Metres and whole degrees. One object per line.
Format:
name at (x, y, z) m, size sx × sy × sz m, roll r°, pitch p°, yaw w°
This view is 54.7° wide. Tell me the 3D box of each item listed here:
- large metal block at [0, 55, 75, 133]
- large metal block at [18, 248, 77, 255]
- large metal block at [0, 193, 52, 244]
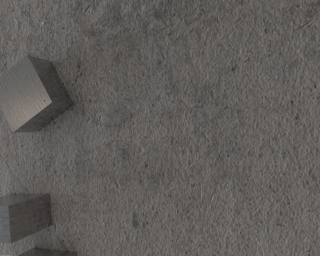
large metal block at (-0.190, -0.048, 0.463) m, size 0.080 × 0.050 × 0.080 m, roll -33°, pitch 79°, yaw 17°
large metal block at (-0.170, 0.229, 0.456) m, size 0.080 × 0.050 × 0.080 m, roll -3°, pitch 89°, yaw 20°
large metal block at (-0.222, 0.130, 0.458) m, size 0.080 × 0.080 × 0.050 m, roll -6°, pitch 88°, yaw 20°
